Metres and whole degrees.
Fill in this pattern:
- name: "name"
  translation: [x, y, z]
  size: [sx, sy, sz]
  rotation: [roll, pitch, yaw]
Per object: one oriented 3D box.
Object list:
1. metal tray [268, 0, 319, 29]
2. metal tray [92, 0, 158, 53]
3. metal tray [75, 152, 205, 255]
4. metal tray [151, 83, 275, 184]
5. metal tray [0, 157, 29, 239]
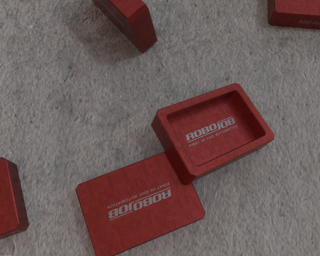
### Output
- name: "metal tray"
  translation: [0.238, -0.201, 0.482]
  size: [0.131, 0.030, 0.090]
  rotation: [5, 70, 1]
- name: "metal tray"
  translation: [-0.061, -0.175, 0.434]
  size: [0.030, 0.090, 0.130]
  rotation: [-41, 75, -3]
- name: "metal tray"
  translation: [-0.024, 0.090, 0.372]
  size: [0.131, 0.030, 0.090]
  rotation: [-20, 71, -8]
- name: "metal tray"
  translation: [0.067, 0.003, 0.387]
  size: [0.131, 0.030, 0.090]
  rotation: [-21, 71, -24]
- name: "metal tray"
  translation: [-0.234, 0.098, 0.367]
  size: [0.131, 0.030, 0.090]
  rotation: [-18, 71, -7]
